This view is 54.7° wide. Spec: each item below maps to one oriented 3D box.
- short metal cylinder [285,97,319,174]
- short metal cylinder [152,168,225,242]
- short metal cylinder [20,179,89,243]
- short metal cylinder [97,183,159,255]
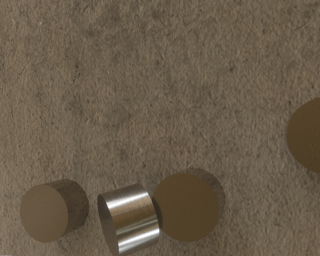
[{"bbox_3d":[0.178,0.008,0.333,0.080,0.050,0.079,0,90,19],"label":"short metal cylinder"},{"bbox_3d":[0.036,0.092,0.382,0.080,0.050,0.079,0,90,19],"label":"short metal cylinder"},{"bbox_3d":[-0.152,0.117,0.447,0.080,0.050,0.079,0,90,19],"label":"short metal cylinder"},{"bbox_3d":[-0.041,0.115,0.387,0.050,0.080,0.080,-13,85,-24],"label":"short metal cylinder"}]
